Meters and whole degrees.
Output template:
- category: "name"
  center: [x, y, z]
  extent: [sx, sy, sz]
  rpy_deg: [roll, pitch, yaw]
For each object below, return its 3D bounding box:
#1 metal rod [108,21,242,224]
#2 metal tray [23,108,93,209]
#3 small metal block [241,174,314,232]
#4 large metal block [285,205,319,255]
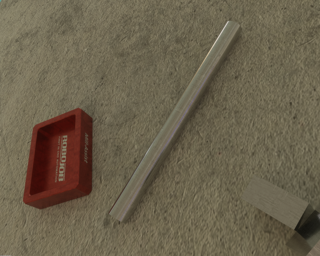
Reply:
- category: "metal rod"
  center: [0.027, -0.018, 0.399]
  extent: [0.025, 0.025, 0.300]
  rpy_deg: [22, 73, 35]
- category: "metal tray"
  center: [-0.145, 0.042, 0.448]
  extent: [0.090, 0.030, 0.130]
  rpy_deg: [-19, 54, 16]
- category: "small metal block"
  center: [0.109, 0.071, 0.285]
  extent: [0.050, 0.050, 0.025]
  rpy_deg: [28, 85, 37]
- category: "large metal block"
  center: [0.159, 0.090, 0.230]
  extent: [0.080, 0.050, 0.080]
  rpy_deg: [42, 85, 13]
